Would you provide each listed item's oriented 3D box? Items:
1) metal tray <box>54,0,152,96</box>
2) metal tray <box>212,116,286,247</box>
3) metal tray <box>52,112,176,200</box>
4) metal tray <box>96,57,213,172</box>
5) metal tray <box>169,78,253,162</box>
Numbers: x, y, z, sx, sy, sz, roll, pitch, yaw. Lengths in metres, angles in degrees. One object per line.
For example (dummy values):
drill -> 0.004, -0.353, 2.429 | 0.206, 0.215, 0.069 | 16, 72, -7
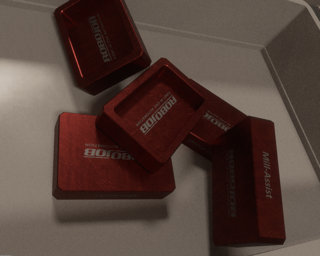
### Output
metal tray -> -0.076, -0.118, 0.397 | 0.130, 0.090, 0.030 | 67, 11, 20
metal tray -> 0.093, 0.063, 0.347 | 0.030, 0.090, 0.130 | 11, 65, -16
metal tray -> -0.052, 0.034, 0.355 | 0.131, 0.030, 0.090 | 6, 59, -26
metal tray -> -0.002, -0.021, 0.376 | 0.090, 0.030, 0.131 | 42, 51, 0
metal tray -> 0.074, -0.003, 0.446 | 0.130, 0.030, 0.090 | 32, 51, -8
